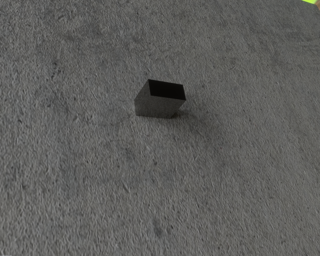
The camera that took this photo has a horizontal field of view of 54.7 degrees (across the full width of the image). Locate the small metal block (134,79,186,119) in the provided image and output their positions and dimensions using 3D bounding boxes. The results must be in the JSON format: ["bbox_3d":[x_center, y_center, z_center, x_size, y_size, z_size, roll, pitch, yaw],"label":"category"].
[{"bbox_3d":[-0.001,-0.037,0.412,0.050,0.050,0.025,5,60,-26],"label":"small metal block"}]
